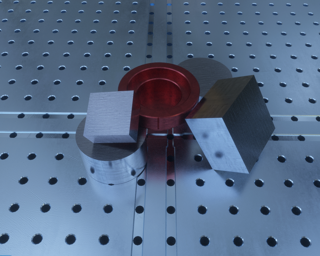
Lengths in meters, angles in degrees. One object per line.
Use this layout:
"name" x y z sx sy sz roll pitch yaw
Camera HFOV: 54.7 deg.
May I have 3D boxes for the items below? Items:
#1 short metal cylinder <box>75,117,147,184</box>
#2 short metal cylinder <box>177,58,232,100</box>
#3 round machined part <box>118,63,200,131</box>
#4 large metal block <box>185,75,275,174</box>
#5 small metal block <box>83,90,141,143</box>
"short metal cylinder" -0.056 0.020 0.373 0.081 0.050 0.080 0 50 0
"short metal cylinder" 0.057 -0.054 0.437 0.081 0.050 0.080 0 50 0
"round machined part" -0.001 -0.035 0.388 0.099 0.042 0.098 0 50 0
"large metal block" 0.086 -0.005 0.368 0.050 0.080 0.080 0 39 47
"small metal block" -0.051 -0.011 0.335 0.050 0.025 0.050 -2 68 14
